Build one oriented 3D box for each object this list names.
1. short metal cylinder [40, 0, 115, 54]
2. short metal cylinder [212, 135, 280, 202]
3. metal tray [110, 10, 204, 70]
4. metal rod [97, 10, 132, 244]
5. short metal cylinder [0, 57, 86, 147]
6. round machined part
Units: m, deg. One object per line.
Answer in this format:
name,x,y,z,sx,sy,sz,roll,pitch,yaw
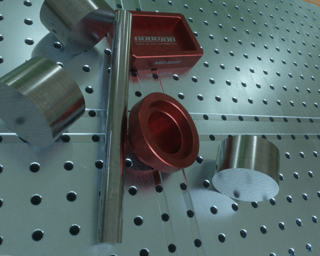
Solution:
short metal cylinder,-0.106,-0.143,0.403,0.050,0.080,0.080,48,51,5
short metal cylinder,0.112,0.053,0.400,0.080,0.080,0.050,27,52,-12
metal tray,-0.005,-0.139,0.486,0.131,0.030,0.090,-11,67,-33
metal rod,-0.051,-0.020,0.372,0.025,0.025,0.299,11,63,-23
short metal cylinder,-0.126,-0.026,0.321,0.080,0.080,0.050,39,51,-2
round machined part,0.000,0.009,0.380,0.098,0.042,0.098,25,50,-35
